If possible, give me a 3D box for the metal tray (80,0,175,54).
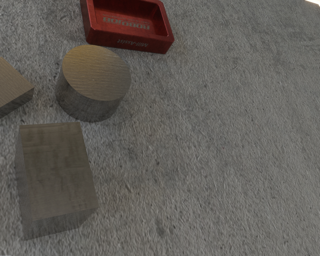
[{"bbox_3d":[-0.049,-0.164,0.473,0.131,0.030,0.090,0,62,-28],"label":"metal tray"}]

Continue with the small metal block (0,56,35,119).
[{"bbox_3d":[-0.175,-0.042,0.335,0.050,0.025,0.050,43,51,1],"label":"small metal block"}]

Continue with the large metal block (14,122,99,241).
[{"bbox_3d":[-0.100,0.050,0.285,0.050,0.080,0.080,-5,64,-30],"label":"large metal block"}]

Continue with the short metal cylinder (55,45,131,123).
[{"bbox_3d":[-0.082,-0.053,0.376,0.081,0.050,0.080,14,56,-21],"label":"short metal cylinder"}]
